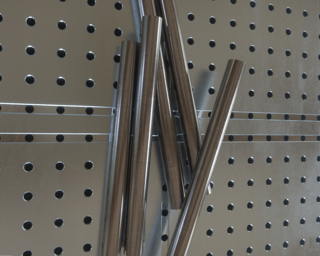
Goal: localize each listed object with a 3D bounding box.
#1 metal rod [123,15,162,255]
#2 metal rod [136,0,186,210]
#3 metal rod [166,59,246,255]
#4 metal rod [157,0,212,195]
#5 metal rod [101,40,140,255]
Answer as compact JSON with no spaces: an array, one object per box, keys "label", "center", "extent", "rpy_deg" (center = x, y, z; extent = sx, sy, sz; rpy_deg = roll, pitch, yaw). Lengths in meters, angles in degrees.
[{"label":"metal rod","center":[-0.022,0.013,0.391],"extent":[0.025,0.025,0.298],"rpy_deg":[4,94,-20]},{"label":"metal rod","center":[0.002,-0.040,0.414],"extent":[0.025,0.025,0.298],"rpy_deg":[-11,94,-20]},{"label":"metal rod","center":[0.058,0.053,0.407],"extent":[0.025,0.025,0.299],"rpy_deg":[20,84,-19]},{"label":"metal rod","center":[0.031,-0.054,0.425],"extent":[0.025,0.025,0.298],"rpy_deg":[-13,95,-20]},{"label":"metal rod","center":[-0.051,0.039,0.394],"extent":[0.025,0.025,0.298],"rpy_deg":[6,88,-20]}]
